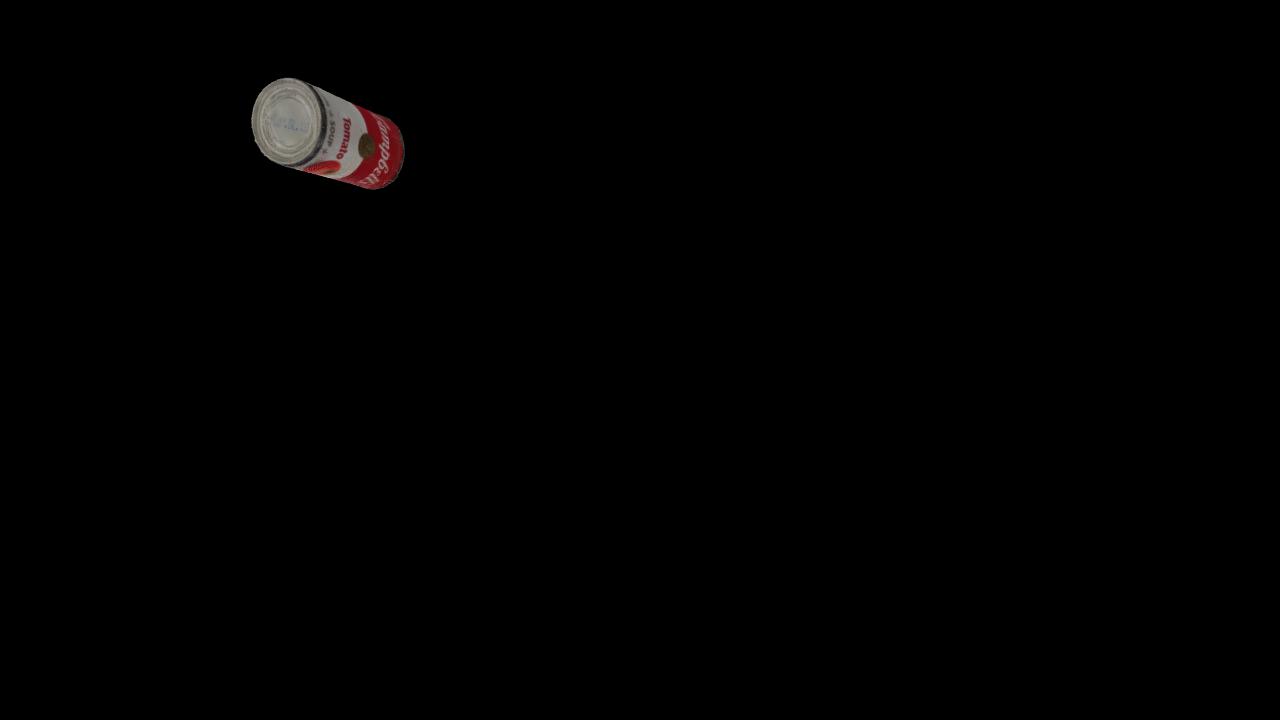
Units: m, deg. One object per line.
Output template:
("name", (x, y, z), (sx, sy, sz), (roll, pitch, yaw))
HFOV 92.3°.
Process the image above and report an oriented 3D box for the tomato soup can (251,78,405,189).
("tomato soup can", (-0.256, -0.186, 0.514), (0.068, 0.068, 0.101), (0, 5, 15))
